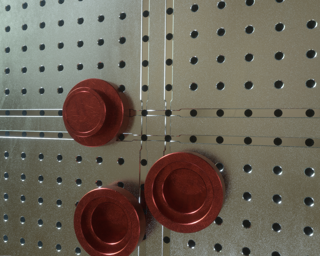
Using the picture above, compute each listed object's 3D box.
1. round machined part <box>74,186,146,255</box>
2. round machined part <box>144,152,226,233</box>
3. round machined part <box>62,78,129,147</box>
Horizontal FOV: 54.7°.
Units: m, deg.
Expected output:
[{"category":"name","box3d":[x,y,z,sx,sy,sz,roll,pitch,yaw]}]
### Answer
[{"category":"round machined part","box3d":[-0.065,0.128,0.425,0.098,0.042,0.097,0,90,19]},{"category":"round machined part","box3d":[0.033,0.078,0.391,0.098,0.042,0.097,0,90,19]},{"category":"round machined part","box3d":[-0.097,-0.022,0.436,0.098,0.042,0.097,0,90,19]}]
